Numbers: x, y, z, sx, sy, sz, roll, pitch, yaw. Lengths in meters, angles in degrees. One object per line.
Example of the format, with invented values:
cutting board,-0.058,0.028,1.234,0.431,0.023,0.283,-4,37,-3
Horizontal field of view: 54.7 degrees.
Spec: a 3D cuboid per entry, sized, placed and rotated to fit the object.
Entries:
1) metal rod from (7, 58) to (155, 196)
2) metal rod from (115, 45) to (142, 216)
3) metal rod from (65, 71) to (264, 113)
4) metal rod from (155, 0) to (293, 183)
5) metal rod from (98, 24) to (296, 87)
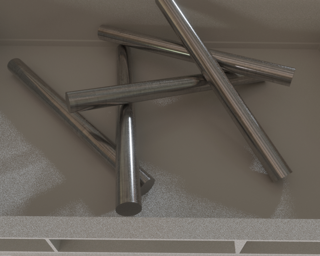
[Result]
metal rod,-0.120,-0.016,0.416,0.025,0.025,0.300,-37,60,-27
metal rod,-0.045,-0.025,0.403,0.025,0.025,0.300,-4,44,-4
metal rod,0.029,-0.057,0.417,0.303,0.025,0.025,-12,50,-24
metal rod,0.074,-0.066,0.407,0.025,0.025,0.299,-23,71,-18
metal rod,0.039,-0.111,0.455,0.301,0.025,0.025,19,52,20
